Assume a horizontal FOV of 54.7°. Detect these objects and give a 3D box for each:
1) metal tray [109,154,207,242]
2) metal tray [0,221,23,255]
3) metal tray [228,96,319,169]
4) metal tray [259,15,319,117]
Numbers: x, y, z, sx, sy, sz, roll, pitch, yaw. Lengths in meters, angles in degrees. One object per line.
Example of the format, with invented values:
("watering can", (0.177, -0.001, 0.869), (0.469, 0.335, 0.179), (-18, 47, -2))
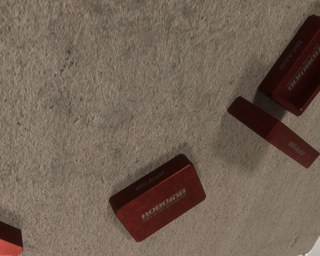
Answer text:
("metal tray", (0.000, 0.108, 0.472), (0.131, 0.030, 0.090), (-31, 129, -9))
("metal tray", (-0.241, 0.137, 0.357), (0.090, 0.030, 0.130), (-42, 130, 1))
("metal tray", (0.171, 0.007, 0.465), (0.131, 0.090, 0.030), (27, 103, -38))
("metal tray", (0.220, -0.090, 0.470), (0.090, 0.030, 0.129), (24, 105, -37))
